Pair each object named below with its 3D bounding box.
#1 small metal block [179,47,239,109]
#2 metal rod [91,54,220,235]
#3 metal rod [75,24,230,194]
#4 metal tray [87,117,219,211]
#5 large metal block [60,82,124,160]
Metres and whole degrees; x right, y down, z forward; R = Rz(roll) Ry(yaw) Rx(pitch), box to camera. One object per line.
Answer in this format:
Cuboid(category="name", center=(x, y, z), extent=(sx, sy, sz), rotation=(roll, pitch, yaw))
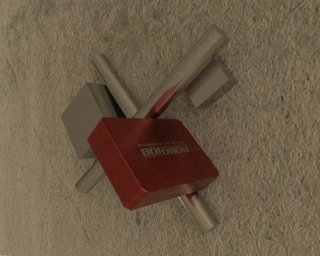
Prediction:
Cuboid(category="small metal block", center=(0.054, -0.057, 0.360), extent=(0.050, 0.025, 0.050), rotation=(-43, 65, 31))
Cuboid(category="metal rod", center=(-0.018, 0.005, 0.420), extent=(0.025, 0.025, 0.299), rotation=(-49, 61, 28))
Cuboid(category="metal rod", center=(-0.026, -0.005, 0.393), extent=(0.299, 0.025, 0.025), rotation=(-46, 63, 29))
Cuboid(category="metal tray", center=(-0.002, 0.032, 0.337), extent=(0.030, 0.131, 0.090), rotation=(-50, 60, 29))
Cuboid(category="large metal block", center=(-0.095, -0.010, 0.465), extent=(0.080, 0.050, 0.080), rotation=(-44, 64, 31))
